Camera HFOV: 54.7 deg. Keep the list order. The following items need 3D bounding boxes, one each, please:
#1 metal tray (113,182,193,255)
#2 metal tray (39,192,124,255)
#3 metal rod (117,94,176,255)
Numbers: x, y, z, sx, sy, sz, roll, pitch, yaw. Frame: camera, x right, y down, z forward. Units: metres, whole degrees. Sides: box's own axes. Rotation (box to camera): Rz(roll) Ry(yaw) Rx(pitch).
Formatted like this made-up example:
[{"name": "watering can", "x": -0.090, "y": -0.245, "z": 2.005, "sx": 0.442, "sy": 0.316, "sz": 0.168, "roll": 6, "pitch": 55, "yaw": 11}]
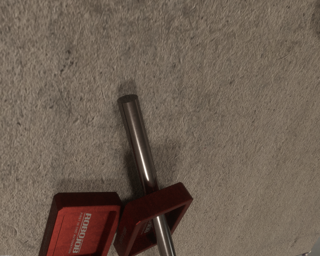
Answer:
[{"name": "metal tray", "x": -0.013, "y": 0.138, "z": 0.450, "sx": 0.091, "sy": 0.030, "sz": 0.129, "roll": -15, "pitch": 144, "yaw": -30}, {"name": "metal tray", "x": -0.113, "y": 0.151, "z": 0.436, "sx": 0.091, "sy": 0.030, "sz": 0.129, "roll": 7, "pitch": 115, "yaw": -32}, {"name": "metal rod", "x": -0.011, "y": 0.094, "z": 0.436, "sx": 0.025, "sy": 0.025, "sz": 0.298, "roll": -21, "pitch": 119, "yaw": -16}]
